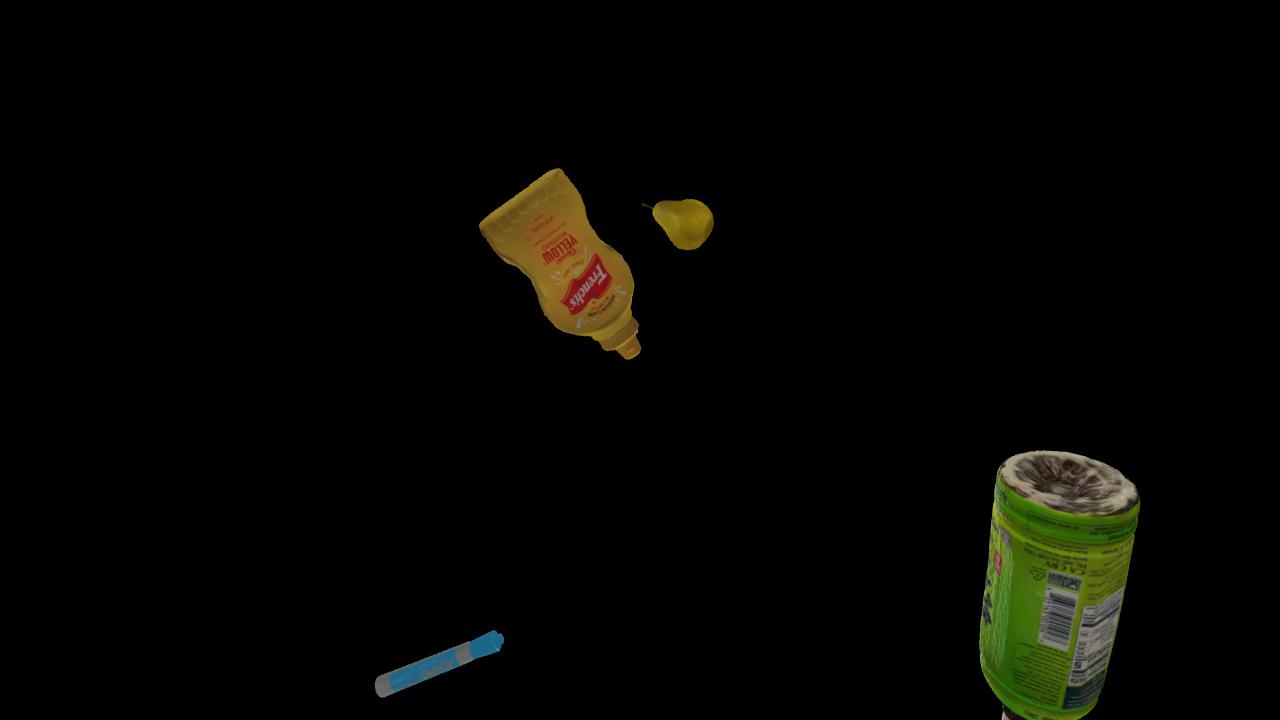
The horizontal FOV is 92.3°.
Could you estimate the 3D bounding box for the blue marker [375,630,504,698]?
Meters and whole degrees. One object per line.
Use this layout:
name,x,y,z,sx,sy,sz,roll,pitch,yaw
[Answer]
blue marker,-0.179,0.273,0.554,0.121,0.020,0.020,-23,-1,3

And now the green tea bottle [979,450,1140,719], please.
green tea bottle,0.255,0.164,0.388,0.073,0.212,0.073,-5,20,2

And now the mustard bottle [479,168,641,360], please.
mustard bottle,-0.055,-0.074,0.564,0.092,0.184,0.054,-40,22,-10

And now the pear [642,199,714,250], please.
pear,0.058,-0.222,0.962,0.111,0.080,0.080,33,7,10
